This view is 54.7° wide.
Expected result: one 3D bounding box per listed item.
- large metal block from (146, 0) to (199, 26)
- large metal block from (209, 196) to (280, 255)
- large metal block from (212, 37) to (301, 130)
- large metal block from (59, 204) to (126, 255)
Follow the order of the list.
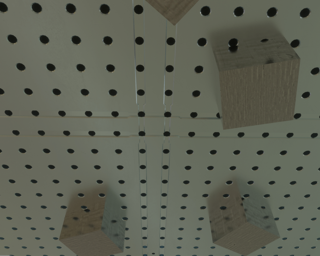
[{"bbox_3d":[0.020,-0.144,0.253,0.050,0.080,0.080,34,122,-26],"label":"large metal block"},{"bbox_3d":[0.147,0.176,0.547,0.080,0.050,0.080,29,124,-23],"label":"large metal block"},{"bbox_3d":[0.107,-0.049,0.355,0.080,0.050,0.080,-8,130,6],"label":"large metal block"},{"bbox_3d":[-0.118,0.189,0.554,0.080,0.050,0.080,-18,128,14],"label":"large metal block"}]
